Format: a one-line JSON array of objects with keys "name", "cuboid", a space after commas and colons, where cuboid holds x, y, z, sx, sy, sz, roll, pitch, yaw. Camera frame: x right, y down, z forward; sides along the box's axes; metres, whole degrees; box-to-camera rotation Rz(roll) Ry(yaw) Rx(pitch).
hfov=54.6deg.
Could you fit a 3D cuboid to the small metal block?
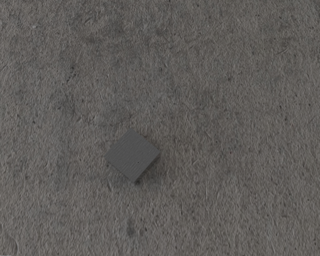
[{"name": "small metal block", "cuboid": [-0.035, 0.036, 0.395, 0.050, 0.025, 0.050, 38, 74, 13]}]
